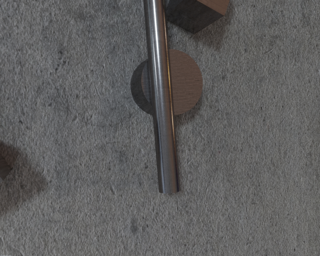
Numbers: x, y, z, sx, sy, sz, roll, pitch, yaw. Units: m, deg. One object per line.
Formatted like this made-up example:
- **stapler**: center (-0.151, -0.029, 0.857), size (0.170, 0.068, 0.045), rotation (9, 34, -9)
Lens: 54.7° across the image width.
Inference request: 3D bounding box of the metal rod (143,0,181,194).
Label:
- **metal rod**: center (-0.001, -0.076, 0.355), size (0.025, 0.025, 0.298), rotation (-5, 92, -20)

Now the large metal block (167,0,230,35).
- **large metal block**: center (0.053, -0.179, 0.399), size (0.050, 0.080, 0.080), rotation (22, 83, -19)

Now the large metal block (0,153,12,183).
- **large metal block**: center (-0.202, 0.049, 0.305), size (0.080, 0.080, 0.050), rotation (-34, 102, -17)

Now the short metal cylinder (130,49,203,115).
- **short metal cylinder**: center (0.007, -0.056, 0.399), size (0.081, 0.050, 0.080), rotation (0, 90, -20)
